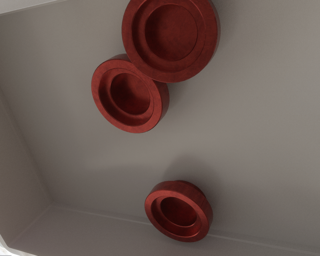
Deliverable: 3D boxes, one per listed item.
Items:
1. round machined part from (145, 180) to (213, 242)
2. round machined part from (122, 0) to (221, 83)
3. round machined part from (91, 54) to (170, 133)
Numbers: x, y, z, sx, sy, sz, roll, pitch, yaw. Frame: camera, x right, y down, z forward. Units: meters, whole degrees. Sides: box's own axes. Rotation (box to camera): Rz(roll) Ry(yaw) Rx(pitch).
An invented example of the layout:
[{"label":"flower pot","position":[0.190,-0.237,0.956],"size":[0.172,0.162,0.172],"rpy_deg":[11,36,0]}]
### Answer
[{"label":"round machined part","position":[0.031,0.116,0.453],"size":[0.098,0.042,0.097],"rpy_deg":[13,124,21]},{"label":"round machined part","position":[0.014,-0.099,0.322],"size":[0.098,0.042,0.097],"rpy_deg":[7,113,17]},{"label":"round machined part","position":[-0.033,-0.045,0.386],"size":[0.098,0.042,0.097],"rpy_deg":[14,125,21]}]
